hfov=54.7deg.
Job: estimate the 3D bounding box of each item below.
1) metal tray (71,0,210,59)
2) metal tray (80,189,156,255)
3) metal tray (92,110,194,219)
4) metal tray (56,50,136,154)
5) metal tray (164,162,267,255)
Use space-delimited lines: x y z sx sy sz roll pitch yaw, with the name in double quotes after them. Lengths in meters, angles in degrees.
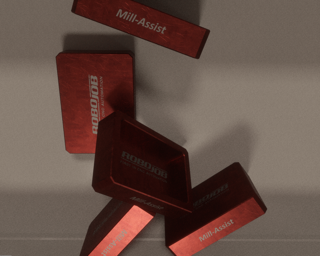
-0.018 -0.116 0.333 0.131 0.090 0.030 19 109 -7 "metal tray"
-0.056 0.126 0.422 0.030 0.090 0.130 37 106 -13 "metal tray"
-0.015 0.046 0.366 0.030 0.090 0.131 -30 137 33 "metal tray"
-0.077 -0.032 0.396 0.091 0.030 0.129 0 110 -1 "metal tray"
0.068 0.109 0.417 0.130 0.090 0.030 -34 107 11 "metal tray"
